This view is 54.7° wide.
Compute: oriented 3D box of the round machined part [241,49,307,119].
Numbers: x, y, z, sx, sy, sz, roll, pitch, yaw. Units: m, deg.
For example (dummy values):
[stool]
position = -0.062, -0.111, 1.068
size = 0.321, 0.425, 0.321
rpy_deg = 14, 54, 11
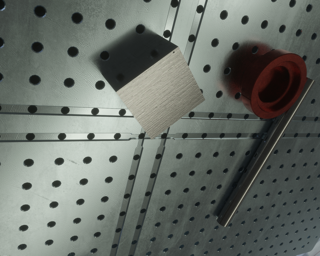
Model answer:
[round machined part]
position = 0.157, -0.066, 0.445
size = 0.099, 0.042, 0.097
rpy_deg = -14, 124, -21

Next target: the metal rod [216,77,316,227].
[metal rod]
position = 0.177, 0.049, 0.537
size = 0.025, 0.025, 0.298
rpy_deg = 12, 113, -33

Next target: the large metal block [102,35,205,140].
[large metal block]
position = -0.006, -0.047, 0.363
size = 0.080, 0.050, 0.080
rpy_deg = -37, 129, -4
